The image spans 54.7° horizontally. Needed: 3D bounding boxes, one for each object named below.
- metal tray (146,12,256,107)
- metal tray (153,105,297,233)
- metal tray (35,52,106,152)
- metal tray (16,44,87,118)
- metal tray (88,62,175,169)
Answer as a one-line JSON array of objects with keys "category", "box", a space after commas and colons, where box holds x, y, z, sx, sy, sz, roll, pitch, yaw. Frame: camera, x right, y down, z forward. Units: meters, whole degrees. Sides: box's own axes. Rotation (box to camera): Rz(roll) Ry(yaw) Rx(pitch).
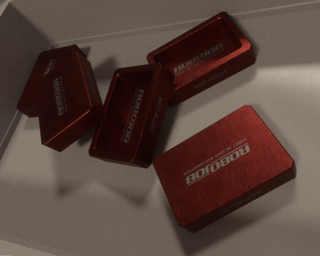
[{"category": "metal tray", "box": [0.053, -0.097, 0.433, 0.130, 0.030, 0.090, -28, 52, 10]}, {"category": "metal tray", "box": [0.066, 0.043, 0.341, 0.130, 0.030, 0.090, -31, 52, 7]}, {"category": "metal tray", "box": [-0.134, -0.041, 0.450, 0.090, 0.030, 0.130, -34, 51, 14]}, {"category": "metal tray", "box": [-0.191, -0.084, 0.552, 0.090, 0.030, 0.130, -4, 60, 26]}, {"category": "metal tray", "box": [-0.038, -0.018, 0.407, 0.090, 0.030, 0.130, 3, 72, 42]}]
